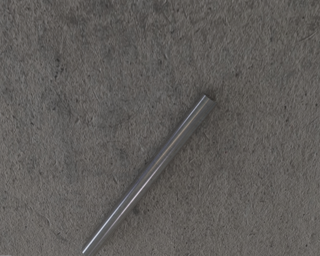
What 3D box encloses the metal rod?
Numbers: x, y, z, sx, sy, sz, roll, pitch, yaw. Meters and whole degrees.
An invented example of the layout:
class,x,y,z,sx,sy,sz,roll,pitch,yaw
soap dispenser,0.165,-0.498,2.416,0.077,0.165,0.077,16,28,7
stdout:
class,x,y,z,sx,sy,sz,roll,pitch,yaw
metal rod,-0.023,0.076,0.437,0.025,0.025,0.299,34,106,-12
